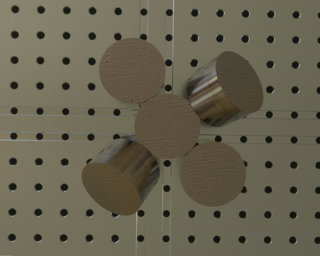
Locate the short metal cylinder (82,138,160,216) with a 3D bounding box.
[{"bbox_3d":[-0.047,0.060,0.380,0.080,0.050,0.079,15,127,21],"label":"short metal cylinder"}]

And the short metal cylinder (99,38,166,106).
[{"bbox_3d":[-0.034,-0.070,0.400,0.081,0.050,0.079,0,90,-1],"label":"short metal cylinder"}]

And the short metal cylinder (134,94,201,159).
[{"bbox_3d":[0.009,-0.002,0.401,0.081,0.050,0.079,0,90,-1],"label":"short metal cylinder"}]

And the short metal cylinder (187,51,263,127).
[{"bbox_3d":[0.080,-0.047,0.382,0.081,0.050,0.080,16,61,-31],"label":"short metal cylinder"}]

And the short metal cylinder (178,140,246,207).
[{"bbox_3d":[0.065,0.056,0.402,0.081,0.050,0.079,0,90,-1],"label":"short metal cylinder"}]
